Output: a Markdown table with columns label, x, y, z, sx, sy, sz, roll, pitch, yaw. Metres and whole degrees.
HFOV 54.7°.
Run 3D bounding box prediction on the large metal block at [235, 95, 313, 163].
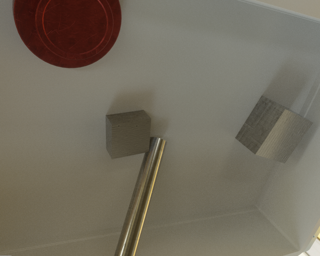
| label | x | y | z | sx | sy | sz | roll | pitch | yaw |
| --- | --- | --- | --- | --- | --- | --- | --- | --- | --- |
| large metal block | 0.183 | 0.004 | 0.498 | 0.081 | 0.050 | 0.080 | 17 | 110 | -35 |

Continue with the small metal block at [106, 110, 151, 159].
| label | x | y | z | sx | sy | sz | roll | pitch | yaw |
| --- | --- | --- | --- | --- | --- | --- | --- | --- | --- |
| small metal block | -0.041 | 0.008 | 0.393 | 0.050 | 0.025 | 0.050 | -10 | 123 | -24 |

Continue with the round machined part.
| label | x | y | z | sx | sy | sz | roll | pitch | yaw |
| --- | --- | --- | --- | --- | --- | --- | --- | --- | --- |
| round machined part | -0.083 | -0.102 | 0.290 | 0.099 | 0.042 | 0.097 | -14 | 125 | -21 |

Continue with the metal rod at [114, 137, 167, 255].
| label | x | y | z | sx | sy | sz | roll | pitch | yaw |
| --- | --- | --- | --- | --- | --- | --- | --- | --- | --- |
| metal rod | -0.042 | 0.154 | 0.377 | 0.025 | 0.025 | 0.299 | 31 | 67 | -38 |
